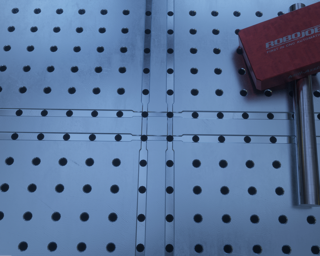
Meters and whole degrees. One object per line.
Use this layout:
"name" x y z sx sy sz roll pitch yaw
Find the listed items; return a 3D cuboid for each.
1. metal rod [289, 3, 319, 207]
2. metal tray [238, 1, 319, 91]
"metal rod" 0.198 -0.045 0.429 0.025 0.025 0.299 5 70 2
"metal tray" 0.185 -0.115 0.429 0.130 0.030 0.090 -18 65 10
